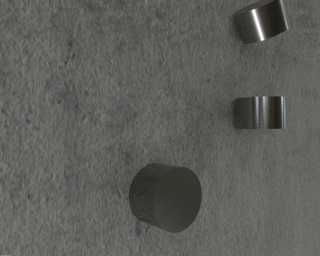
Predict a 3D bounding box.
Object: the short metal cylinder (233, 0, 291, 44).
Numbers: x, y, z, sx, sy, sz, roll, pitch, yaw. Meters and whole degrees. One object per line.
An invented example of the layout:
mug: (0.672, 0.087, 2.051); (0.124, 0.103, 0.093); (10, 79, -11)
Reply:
short metal cylinder: (0.168, -0.179, 0.512); (0.080, 0.080, 0.050); (-39, 114, -33)

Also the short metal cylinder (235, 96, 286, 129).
short metal cylinder: (0.165, -0.024, 0.511); (0.081, 0.080, 0.050); (-2, 92, -40)

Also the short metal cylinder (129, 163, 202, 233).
short metal cylinder: (0.008, 0.087, 0.397); (0.081, 0.050, 0.079); (0, 90, -40)
